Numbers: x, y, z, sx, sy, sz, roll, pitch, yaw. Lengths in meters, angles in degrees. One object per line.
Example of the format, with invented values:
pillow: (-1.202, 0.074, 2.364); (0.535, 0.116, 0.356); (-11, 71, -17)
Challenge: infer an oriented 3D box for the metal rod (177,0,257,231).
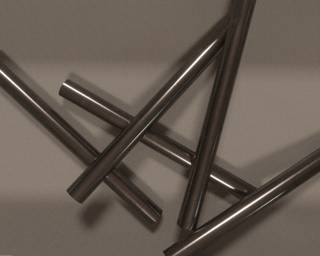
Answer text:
metal rod: (0.071, -0.022, 0.386); (0.025, 0.025, 0.298); (15, 90, -1)

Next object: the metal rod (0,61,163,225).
metal rod: (-0.115, 0.017, 0.409); (0.300, 0.025, 0.025); (43, 90, -1)

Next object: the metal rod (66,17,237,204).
metal rod: (-0.002, -0.028, 0.391); (0.025, 0.025, 0.300); (42, 81, 0)

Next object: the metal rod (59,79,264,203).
metal rod: (0.004, 0.022, 0.411); (0.301, 0.025, 0.025); (30, 90, -1)

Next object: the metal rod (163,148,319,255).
metal rod: (0.138, 0.082, 0.389); (0.301, 0.025, 0.025); (-30, 90, -10)
